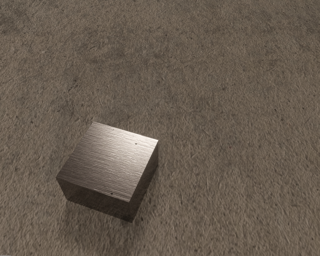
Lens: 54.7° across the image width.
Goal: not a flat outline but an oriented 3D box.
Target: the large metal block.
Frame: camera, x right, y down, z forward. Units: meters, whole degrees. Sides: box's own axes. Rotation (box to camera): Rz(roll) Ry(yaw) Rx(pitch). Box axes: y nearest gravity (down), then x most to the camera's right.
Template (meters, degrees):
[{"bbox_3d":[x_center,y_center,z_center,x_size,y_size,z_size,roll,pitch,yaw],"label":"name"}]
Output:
[{"bbox_3d":[-0.054,0.047,0.346,0.080,0.050,0.080,16,52,12],"label":"large metal block"}]
